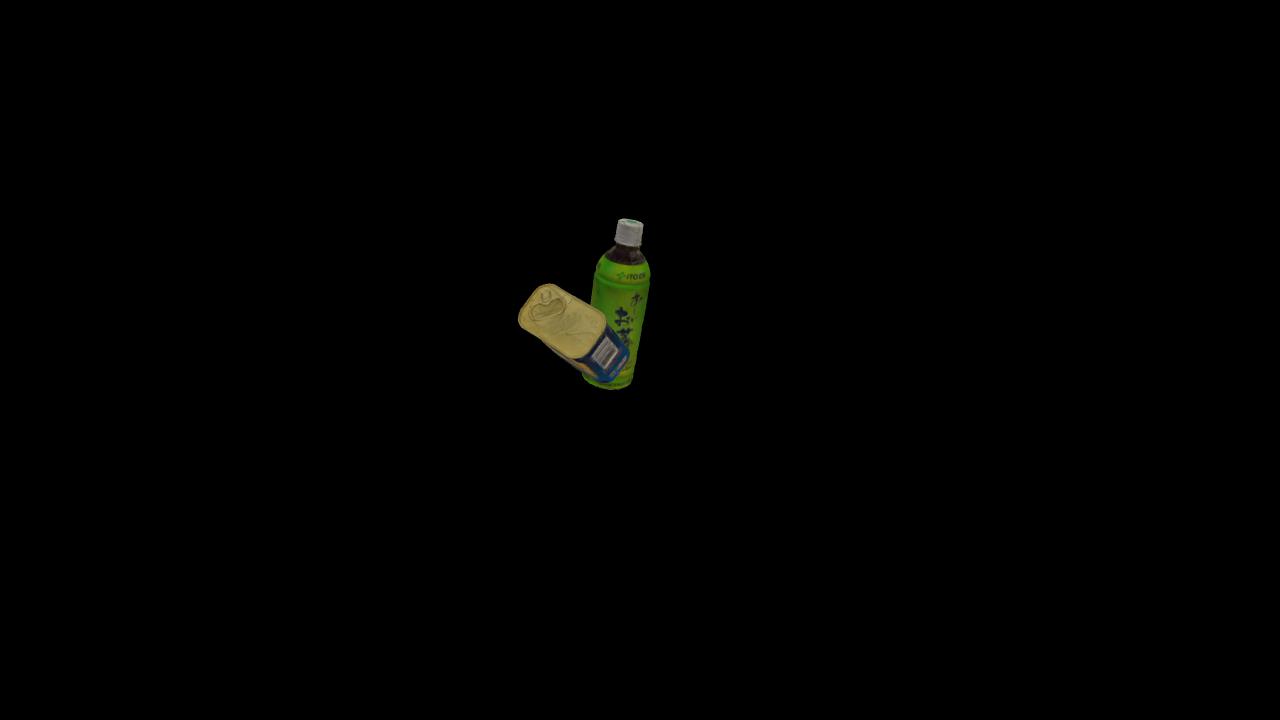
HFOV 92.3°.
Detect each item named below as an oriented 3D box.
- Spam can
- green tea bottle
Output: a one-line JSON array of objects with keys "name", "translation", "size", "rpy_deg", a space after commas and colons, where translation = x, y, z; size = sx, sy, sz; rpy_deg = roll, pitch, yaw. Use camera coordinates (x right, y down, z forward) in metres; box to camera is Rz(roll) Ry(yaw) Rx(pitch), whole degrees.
[{"name": "Spam can", "translation": [-0.068, -0.025, 0.660], "size": [0.101, 0.058, 0.085], "rpy_deg": [32, -9, 28]}, {"name": "green tea bottle", "translation": [-0.028, -0.068, 0.760], "size": [0.073, 0.212, 0.073], "rpy_deg": [7, 29, -4]}]
